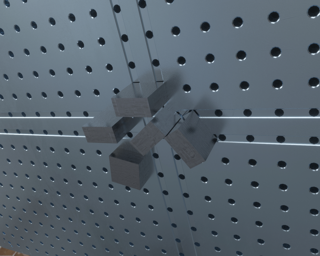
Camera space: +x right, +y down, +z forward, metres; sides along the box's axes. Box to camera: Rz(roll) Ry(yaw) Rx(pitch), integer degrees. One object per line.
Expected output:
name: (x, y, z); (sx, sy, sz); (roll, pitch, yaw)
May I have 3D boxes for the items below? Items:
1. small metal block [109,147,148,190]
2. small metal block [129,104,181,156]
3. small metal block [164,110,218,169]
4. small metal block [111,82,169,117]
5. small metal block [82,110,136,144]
small metal block: (-0.048, 0.062, 0.476); (0.050, 0.025, 0.050); (13, 124, 21)
small metal block: (-0.006, 0.002, 0.400); (0.025, 0.050, 0.050); (44, 129, -2)
small metal block: (0.039, 0.013, 0.383); (0.050, 0.050, 0.025); (50, 129, -7)
small metal block: (-0.024, -0.036, 0.386); (0.050, 0.050, 0.025); (2, 119, 27)
small metal block: (-0.070, -0.003, 0.431); (0.050, 0.050, 0.025); (0, 119, 28)
